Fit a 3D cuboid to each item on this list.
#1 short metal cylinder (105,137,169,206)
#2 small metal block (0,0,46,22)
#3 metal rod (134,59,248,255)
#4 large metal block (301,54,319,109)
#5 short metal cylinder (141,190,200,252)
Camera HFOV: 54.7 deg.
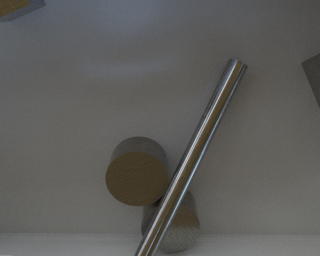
[{"bbox_3d":[-0.029,0.058,0.419,0.081,0.050,0.079,0,110,-1],"label":"short metal cylinder"},{"bbox_3d":[-0.163,-0.140,0.344,0.050,0.050,0.025,-21,109,7],"label":"small metal block"},{"bbox_3d":[0.033,0.054,0.392,0.025,0.025,0.299,25,93,-9],"label":"metal rod"},{"bbox_3d":[0.223,-0.049,0.367,0.050,0.080,0.080,-28,108,10],"label":"large metal block"},{"bbox_3d":[0.014,0.128,0.446,0.081,0.050,0.079,0,110,-1],"label":"short metal cylinder"}]
